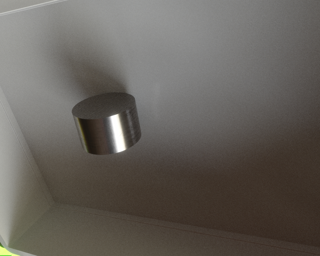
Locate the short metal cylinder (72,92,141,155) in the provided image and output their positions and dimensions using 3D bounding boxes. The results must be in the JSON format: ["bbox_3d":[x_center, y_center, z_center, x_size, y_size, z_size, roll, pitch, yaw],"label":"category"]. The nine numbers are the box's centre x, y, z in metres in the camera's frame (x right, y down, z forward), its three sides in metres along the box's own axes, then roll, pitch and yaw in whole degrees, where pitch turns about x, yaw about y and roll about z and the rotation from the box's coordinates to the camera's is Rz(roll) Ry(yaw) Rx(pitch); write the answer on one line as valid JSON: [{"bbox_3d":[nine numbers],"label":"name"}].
[{"bbox_3d":[-0.068,-0.008,0.404,0.080,0.080,0.050,6,121,25],"label":"short metal cylinder"}]
